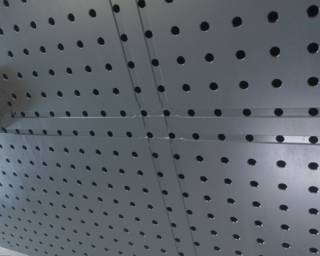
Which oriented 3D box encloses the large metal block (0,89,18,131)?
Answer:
[{"bbox_3d":[-0.307,-0.034,0.536,0.080,0.050,0.080,47,129,-5],"label":"large metal block"}]
